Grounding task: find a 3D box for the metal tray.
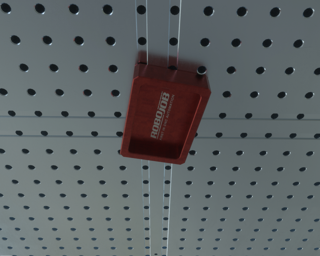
[{"bbox_3d":[0.002,-0.012,0.397,0.091,0.030,0.129,9,130,-8],"label":"metal tray"}]
